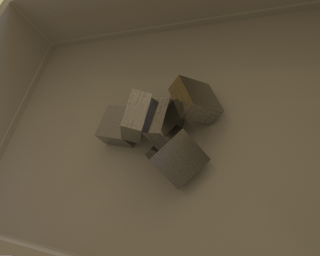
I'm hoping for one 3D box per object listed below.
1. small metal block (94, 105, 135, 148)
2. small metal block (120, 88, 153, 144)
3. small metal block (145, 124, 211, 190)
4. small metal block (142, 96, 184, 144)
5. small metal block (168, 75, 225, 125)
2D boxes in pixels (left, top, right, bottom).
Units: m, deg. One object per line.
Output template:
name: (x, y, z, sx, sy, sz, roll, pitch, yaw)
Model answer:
small metal block: (-0.055, -0.003, 0.432, 0.050, 0.025, 0.050, 7, 65, 31)
small metal block: (-0.030, -0.013, 0.387, 0.025, 0.050, 0.050, 15, 69, 0)
small metal block: (0.020, 0.033, 0.353, 0.050, 0.050, 0.025, -43, 16, -3)
small metal block: (0.006, -0.004, 0.387, 0.025, 0.050, 0.050, 1, 62, 28)
small metal block: (0.044, -0.034, 0.381, 0.025, 0.050, 0.050, -52, 44, 34)
